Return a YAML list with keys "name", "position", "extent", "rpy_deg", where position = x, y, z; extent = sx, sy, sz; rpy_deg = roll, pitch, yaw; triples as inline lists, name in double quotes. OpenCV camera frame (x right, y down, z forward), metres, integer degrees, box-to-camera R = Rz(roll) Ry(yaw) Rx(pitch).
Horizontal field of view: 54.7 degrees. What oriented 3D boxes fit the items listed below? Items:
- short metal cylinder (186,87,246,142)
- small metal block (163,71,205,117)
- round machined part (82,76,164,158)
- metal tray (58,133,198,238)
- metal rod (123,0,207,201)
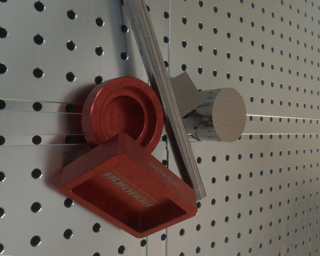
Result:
- name: "short metal cylinder"
  position: [0.086, -0.019, 0.467]
  extent: [0.081, 0.050, 0.079]
  rpy_deg: [0, 91, -41]
- name: "small metal block"
  position: [0.026, -0.043, 0.424]
  extent: [0.050, 0.025, 0.050]
  rpy_deg: [-34, 94, -35]
- name: "round machined part"
  position: [-0.046, -0.009, 0.361]
  extent: [0.099, 0.042, 0.097]
  rpy_deg: [0, 90, -40]
- name: "metal tray"
  position: [-0.031, 0.070, 0.342]
  extent: [0.130, 0.090, 0.030]
  rpy_deg: [43, 28, -32]
- name: "metal rod"
  position: [0.002, -0.052, 0.385]
  extent: [0.025, 0.025, 0.298]
  rpy_deg: [-22, 96, -38]
